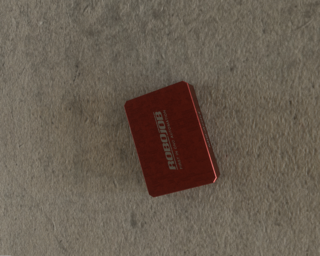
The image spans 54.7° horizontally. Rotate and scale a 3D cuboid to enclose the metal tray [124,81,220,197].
[{"bbox_3d":[0.015,0.015,0.400,0.090,0.030,0.129,-18,84,18],"label":"metal tray"}]
